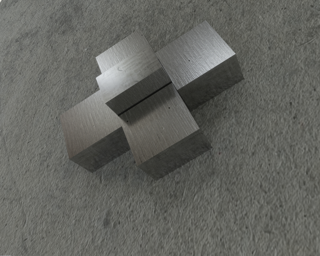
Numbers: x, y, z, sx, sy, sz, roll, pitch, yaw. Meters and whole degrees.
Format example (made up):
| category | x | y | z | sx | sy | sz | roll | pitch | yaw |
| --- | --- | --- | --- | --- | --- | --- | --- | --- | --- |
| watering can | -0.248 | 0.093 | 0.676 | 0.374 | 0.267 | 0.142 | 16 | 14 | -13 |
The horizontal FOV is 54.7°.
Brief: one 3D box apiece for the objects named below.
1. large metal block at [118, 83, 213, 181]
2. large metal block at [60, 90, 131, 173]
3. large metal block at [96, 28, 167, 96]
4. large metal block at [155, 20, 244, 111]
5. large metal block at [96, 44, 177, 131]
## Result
| category | x | y | z | sx | sy | sz | roll | pitch | yaw |
| --- | --- | --- | --- | --- | --- | --- | --- | --- | --- |
| large metal block | 0.005 | 0.005 | 0.381 | 0.080 | 0.050 | 0.080 | -32 | 52 | 7 |
| large metal block | -0.084 | 0.002 | 0.430 | 0.080 | 0.050 | 0.080 | -32 | 52 | 7 |
| large metal block | -0.040 | -0.088 | 0.462 | 0.080 | 0.050 | 0.080 | -32 | 52 | 7 |
| large metal block | 0.051 | -0.083 | 0.411 | 0.080 | 0.050 | 0.080 | -32 | 52 | 7 |
| large metal block | -0.024 | -0.049 | 0.411 | 0.080 | 0.080 | 0.050 | -32 | 52 | 7 |
